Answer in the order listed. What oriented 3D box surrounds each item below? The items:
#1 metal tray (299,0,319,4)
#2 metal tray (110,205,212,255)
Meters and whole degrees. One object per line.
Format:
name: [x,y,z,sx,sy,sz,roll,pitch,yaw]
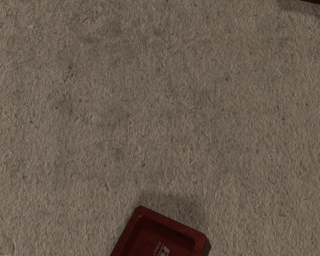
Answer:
metal tray: [0.262,-0.245,0.498,0.131,0.030,0.090,14,70,4]
metal tray: [-0.013,0.159,0.325,0.090,0.030,0.130,17,65,29]
